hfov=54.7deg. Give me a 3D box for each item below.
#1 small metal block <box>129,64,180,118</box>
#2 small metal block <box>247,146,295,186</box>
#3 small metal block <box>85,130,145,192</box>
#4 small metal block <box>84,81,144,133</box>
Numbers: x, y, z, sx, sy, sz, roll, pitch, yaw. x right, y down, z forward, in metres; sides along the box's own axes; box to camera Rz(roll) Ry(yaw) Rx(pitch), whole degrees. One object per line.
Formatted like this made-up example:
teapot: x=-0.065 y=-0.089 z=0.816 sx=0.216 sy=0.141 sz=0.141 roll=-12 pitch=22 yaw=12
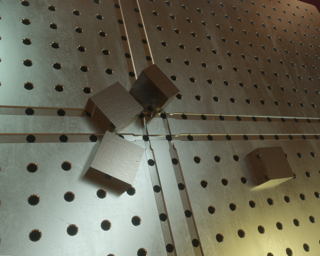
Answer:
small metal block: x=-0.009 y=-0.049 z=0.419 sx=0.050 sy=0.050 sz=0.025 roll=48 pitch=51 yaw=5
small metal block: x=0.166 y=0.056 z=0.466 sx=0.050 sy=0.025 sz=0.050 roll=0 pitch=62 yaw=-29
small metal block: x=-0.051 y=0.039 z=0.358 sx=0.050 sy=0.025 sz=0.050 roll=27 pitch=52 yaw=-12
small metal block: x=-0.058 y=-0.025 z=0.393 sx=0.050 sy=0.025 sz=0.050 roll=47 pitch=51 yaw=5
